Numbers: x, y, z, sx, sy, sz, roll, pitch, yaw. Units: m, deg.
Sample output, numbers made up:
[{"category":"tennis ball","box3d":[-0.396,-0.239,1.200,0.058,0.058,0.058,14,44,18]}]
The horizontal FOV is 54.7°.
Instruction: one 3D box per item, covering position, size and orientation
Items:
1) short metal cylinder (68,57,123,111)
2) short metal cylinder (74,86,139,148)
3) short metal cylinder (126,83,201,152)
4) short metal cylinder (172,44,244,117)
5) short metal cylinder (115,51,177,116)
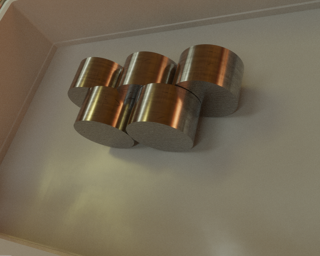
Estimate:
[{"category":"short metal cylinder","box3d":[-0.085,-0.057,0.449,0.080,0.080,0.050,1,62,28]},{"category":"short metal cylinder","box3d":[-0.066,-0.012,0.411,0.080,0.080,0.050,1,62,28]},{"category":"short metal cylinder","box3d":[0.005,-0.010,0.372,0.080,0.080,0.050,1,62,28]},{"category":"short metal cylinder","box3d":[0.056,-0.054,0.372,0.080,0.080,0.050,2,63,29]},{"category":"short metal cylinder","box3d":[-0.014,-0.055,0.410,0.080,0.080,0.050,1,62,28]}]
